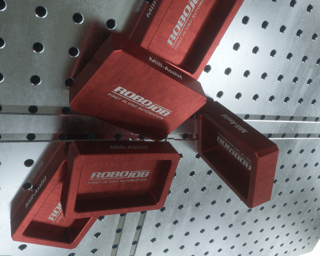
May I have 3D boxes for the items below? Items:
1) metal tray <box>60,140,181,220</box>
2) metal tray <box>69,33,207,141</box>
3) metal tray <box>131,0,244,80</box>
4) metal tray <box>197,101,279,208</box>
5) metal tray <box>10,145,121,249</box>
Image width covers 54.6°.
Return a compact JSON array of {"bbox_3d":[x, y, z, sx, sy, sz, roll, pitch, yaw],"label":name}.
[{"bbox_3d":[-0.047,0.061,0.379,0.131,0.030,0.089,2,118,-29],"label":"metal tray"},{"bbox_3d":[-0.023,-0.038,0.351,0.131,0.030,0.090,23,128,-37],"label":"metal tray"},{"bbox_3d":[0.033,-0.125,0.347,0.091,0.030,0.129,19,108,-36],"label":"metal tray"},{"bbox_3d":[0.096,0.031,0.414,0.030,0.130,0.089,-18,126,-18],"label":"metal tray"},{"bbox_3d":[-0.118,0.094,0.400,0.090,0.030,0.130,28,103,-38],"label":"metal tray"}]
